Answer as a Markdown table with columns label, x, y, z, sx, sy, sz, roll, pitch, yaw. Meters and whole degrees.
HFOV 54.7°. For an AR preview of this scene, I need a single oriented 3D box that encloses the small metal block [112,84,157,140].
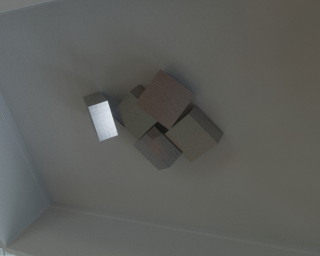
| label | x | y | z | sx | sy | sz | roll | pitch | yaw |
| --- | --- | --- | --- | --- | --- | --- | --- | --- | --- |
| small metal block | -0.028 | -0.020 | 0.407 | 0.050 | 0.025 | 0.050 | 44 | 129 | -3 |

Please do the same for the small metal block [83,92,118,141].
| label | x | y | z | sx | sy | sz | roll | pitch | yaw |
| --- | --- | --- | --- | --- | --- | --- | --- | --- | --- |
| small metal block | -0.081 | -0.017 | 0.420 | 0.050 | 0.025 | 0.050 | -137 | 30 | -61 |

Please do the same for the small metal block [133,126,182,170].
| label | x | y | z | sx | sy | sz | roll | pitch | yaw |
| --- | --- | --- | --- | --- | --- | --- | --- | --- | --- |
| small metal block | -0.005 | 0.028 | 0.410 | 0.050 | 0.025 | 0.050 | 45 | 160 | -3 |

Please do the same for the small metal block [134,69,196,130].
| label | x | y | z | sx | sy | sz | roll | pitch | yaw |
| --- | --- | --- | --- | --- | --- | --- | --- | --- | --- |
| small metal block | 0.007 | -0.033 | 0.367 | 0.050 | 0.025 | 0.050 | 37 | 94 | 3 |

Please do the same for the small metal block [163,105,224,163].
| label | x | y | z | sx | sy | sz | roll | pitch | yaw |
| --- | --- | --- | --- | --- | --- | --- | --- | --- | --- |
| small metal block | 0.042 | 0.008 | 0.388 | 0.050 | 0.025 | 0.050 | 46 | 129 | -4 |
